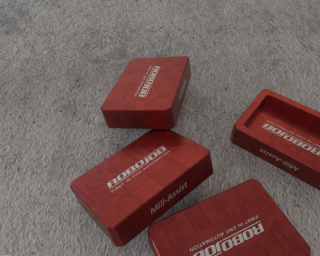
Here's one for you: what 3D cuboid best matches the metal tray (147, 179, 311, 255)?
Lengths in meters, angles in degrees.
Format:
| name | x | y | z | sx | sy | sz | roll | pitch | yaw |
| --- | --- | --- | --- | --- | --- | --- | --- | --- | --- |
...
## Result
| name | x | y | z | sx | sy | sz | roll | pitch | yaw |
| --- | --- | --- | --- | --- | --- | --- | --- | --- | --- |
| metal tray | 0.064 | 0.115 | 0.304 | 0.131 | 0.030 | 0.090 | -20 | 53 | -16 |

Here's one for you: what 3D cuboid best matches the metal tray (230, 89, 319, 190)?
| name | x | y | z | sx | sy | sz | roll | pitch | yaw |
| --- | --- | --- | --- | --- | --- | --- | --- | --- | --- |
| metal tray | 0.169 | 0.010 | 0.392 | 0.130 | 0.030 | 0.090 | 30 | 56 | 23 |

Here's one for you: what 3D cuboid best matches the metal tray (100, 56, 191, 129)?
| name | x | y | z | sx | sy | sz | roll | pitch | yaw |
| --- | --- | --- | --- | --- | --- | --- | --- | --- | --- |
| metal tray | -0.013 | -0.052 | 0.419 | 0.090 | 0.030 | 0.130 | 1 | 40 | 17 |

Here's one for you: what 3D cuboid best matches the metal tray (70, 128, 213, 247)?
| name | x | y | z | sx | sy | sz | roll | pitch | yaw |
| --- | --- | --- | --- | --- | --- | --- | --- | --- | --- |
| metal tray | -0.019 | 0.054 | 0.335 | 0.131 | 0.030 | 0.090 | -33 | 37 | -25 |
